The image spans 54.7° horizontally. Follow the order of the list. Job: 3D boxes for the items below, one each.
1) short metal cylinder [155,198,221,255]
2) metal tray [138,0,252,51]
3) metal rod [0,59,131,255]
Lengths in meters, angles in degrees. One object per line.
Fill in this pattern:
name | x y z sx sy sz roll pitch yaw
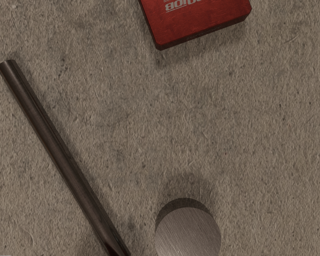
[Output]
short metal cylinder | 0.034 0.135 0.398 0.081 0.050 0.079 0 90 -1
metal tray | 0.042 -0.167 0.408 0.131 0.030 0.090 -20 90 -1
metal rod | -0.126 0.045 0.408 0.025 0.025 0.299 -31 90 0
